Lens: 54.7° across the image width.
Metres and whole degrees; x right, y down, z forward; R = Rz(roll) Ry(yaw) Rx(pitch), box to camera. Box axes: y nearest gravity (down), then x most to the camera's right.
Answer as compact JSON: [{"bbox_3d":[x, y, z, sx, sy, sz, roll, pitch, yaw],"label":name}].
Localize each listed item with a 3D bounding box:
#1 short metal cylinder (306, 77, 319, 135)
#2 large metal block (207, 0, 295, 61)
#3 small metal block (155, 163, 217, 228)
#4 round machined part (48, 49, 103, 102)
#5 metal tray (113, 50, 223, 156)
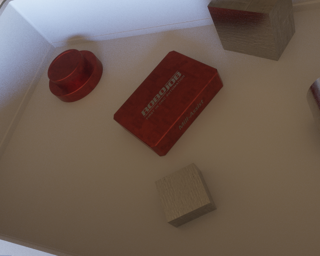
[{"bbox_3d":[0.185,-0.019,0.285,0.080,0.080,0.050,-15,56,19],"label":"short metal cylinder"},{"bbox_3d":[0.118,-0.138,0.393,0.080,0.080,0.050,24,75,36],"label":"large metal block"},{"bbox_3d":[0.028,0.075,0.344,0.050,0.025,0.050,-28,52,10],"label":"small metal block"},{"bbox_3d":[-0.151,-0.096,0.531,0.098,0.042,0.098,-13,56,20],"label":"round machined part"},{"bbox_3d":[0.010,-0.037,0.419,0.090,0.030,0.130,35,81,38],"label":"metal tray"}]
